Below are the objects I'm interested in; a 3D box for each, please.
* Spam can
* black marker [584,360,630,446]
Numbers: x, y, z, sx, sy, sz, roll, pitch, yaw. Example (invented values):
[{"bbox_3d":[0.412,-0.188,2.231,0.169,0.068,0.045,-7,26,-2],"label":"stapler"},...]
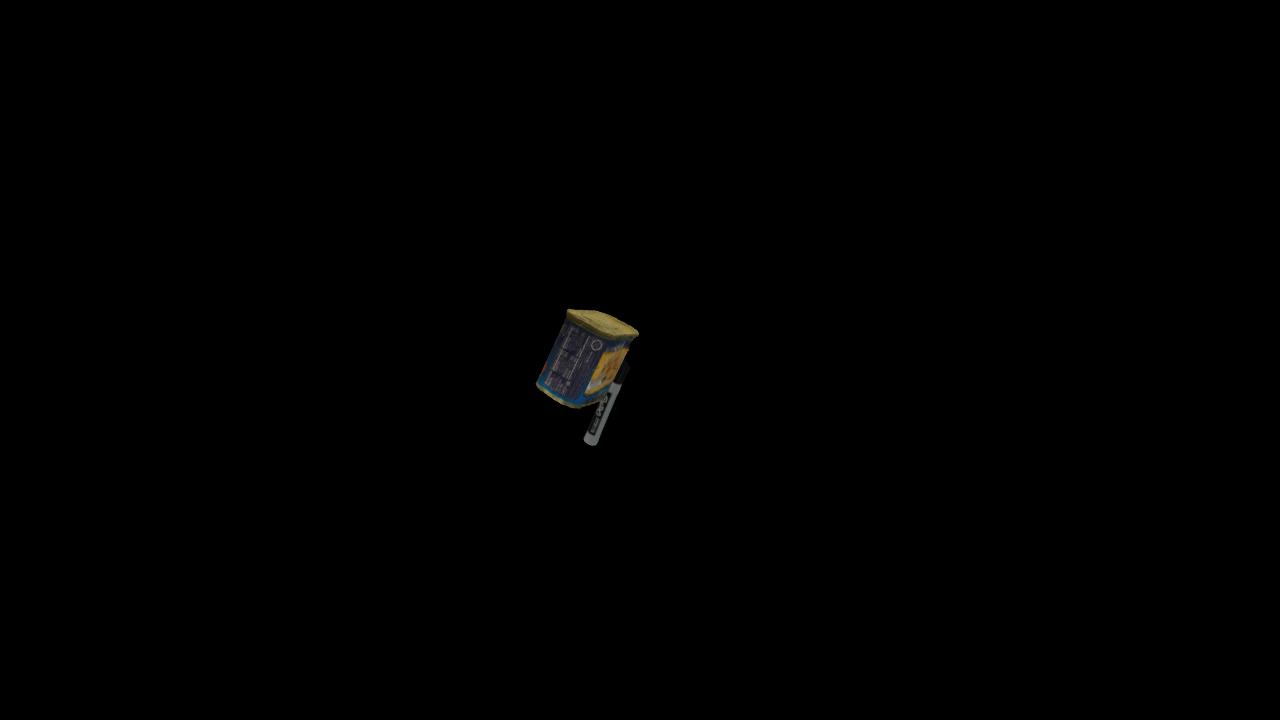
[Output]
[{"bbox_3d":[-0.053,-0.002,0.635,0.058,0.085,0.101,29,12,15],"label":"Spam can"},{"bbox_3d":[-0.041,0.053,0.764,0.020,0.121,0.020,21,22,-9],"label":"black marker"}]
